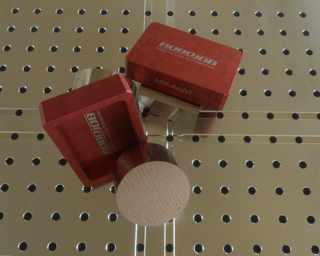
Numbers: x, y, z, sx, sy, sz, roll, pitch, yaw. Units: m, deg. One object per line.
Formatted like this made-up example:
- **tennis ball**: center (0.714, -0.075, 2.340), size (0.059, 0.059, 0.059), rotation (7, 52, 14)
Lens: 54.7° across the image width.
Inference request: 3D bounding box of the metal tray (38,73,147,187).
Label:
- **metal tray**: center (-0.065, 0.009, 0.351), size (0.091, 0.129, 0.030), rotation (-22, 51, -8)

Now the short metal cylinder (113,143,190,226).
- **short metal cylinder**: center (-0.011, 0.063, 0.354), size (0.081, 0.050, 0.079), rotation (-4, 110, -11)

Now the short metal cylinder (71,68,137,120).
- **short metal cylinder**: center (-0.073, -0.033, 0.394), size (0.080, 0.080, 0.050), rotation (6, 70, 2)

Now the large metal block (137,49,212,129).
- **large metal block**: center (0.023, -0.056, 0.419), size (0.080, 0.050, 0.080), rotation (20, 71, 7)

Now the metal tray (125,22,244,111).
- **metal tray**: center (0.032, -0.082, 0.398), size (0.131, 0.030, 0.090), rotation (21, 53, 7)
